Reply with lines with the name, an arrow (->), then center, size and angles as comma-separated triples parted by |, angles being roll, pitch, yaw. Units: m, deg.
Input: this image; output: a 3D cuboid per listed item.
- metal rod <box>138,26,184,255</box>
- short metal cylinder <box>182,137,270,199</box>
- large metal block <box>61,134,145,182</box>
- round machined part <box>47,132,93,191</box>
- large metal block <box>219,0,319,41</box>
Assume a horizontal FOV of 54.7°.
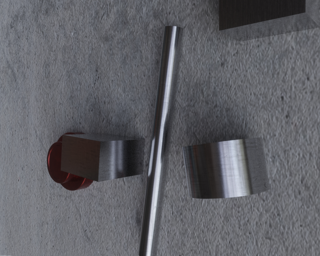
metal rod -> 0.000, 0.022, 0.402 | 0.025, 0.025, 0.298 | 11, 97, 39
short metal cylinder -> 0.066, 0.039, 0.314 | 0.080, 0.081, 0.050 | -11, 83, 39
large metal block -> -0.079, 0.037, 0.432 | 0.080, 0.081, 0.050 | 6, 94, 39
round machined part -> -0.152, 0.056, 0.516 | 0.098, 0.042, 0.097 | 0, 90, 39
large metal block -> 0.106, -0.136, 0.301 | 0.080, 0.050, 0.079 | 0, 90, 39
